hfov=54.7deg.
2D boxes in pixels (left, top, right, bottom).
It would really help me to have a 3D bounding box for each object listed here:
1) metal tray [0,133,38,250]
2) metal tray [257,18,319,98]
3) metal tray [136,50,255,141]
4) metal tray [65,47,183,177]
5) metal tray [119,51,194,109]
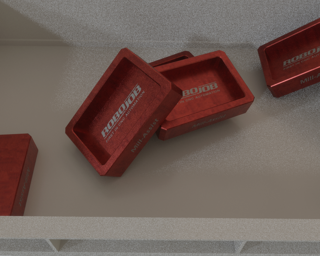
[{"bbox_3d":[-0.196,0.067,0.343,0.091,0.030,0.130,-3,50,-3],"label":"metal tray"},{"bbox_3d":[0.215,-0.107,0.445,0.130,0.030,0.090,-22,47,28],"label":"metal tray"},{"bbox_3d":[0.043,-0.046,0.403,0.131,0.030,0.090,-18,65,-17],"label":"metal tray"},{"bbox_3d":[-0.046,-0.018,0.367,0.090,0.030,0.130,43,101,29],"label":"metal tray"},{"bbox_3d":[0.009,-0.060,0.451,0.131,0.030,0.090,-23,54,-19],"label":"metal tray"}]
